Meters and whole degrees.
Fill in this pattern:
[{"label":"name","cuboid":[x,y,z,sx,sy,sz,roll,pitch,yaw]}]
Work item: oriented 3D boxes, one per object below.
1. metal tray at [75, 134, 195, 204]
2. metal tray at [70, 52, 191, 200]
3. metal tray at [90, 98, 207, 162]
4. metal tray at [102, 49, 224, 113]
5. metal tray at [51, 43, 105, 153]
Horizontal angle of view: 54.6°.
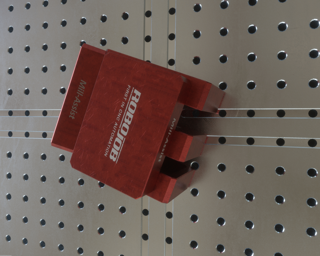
[{"label":"metal tray","cuboid":[-0.030,0.044,0.389,0.130,0.090,0.030,22,98,18]},{"label":"metal tray","cuboid":[-0.033,-0.004,0.325,0.090,0.030,0.129,22,97,19]},{"label":"metal tray","cuboid":[-0.015,0.001,0.382,0.130,0.090,0.030,21,96,17]},{"label":"metal tray","cuboid":[0.005,-0.055,0.375,0.130,0.090,0.030,22,98,19]},{"label":"metal tray","cuboid":[-0.097,-0.039,0.410,0.030,0.090,0.129,19,97,-3]}]
